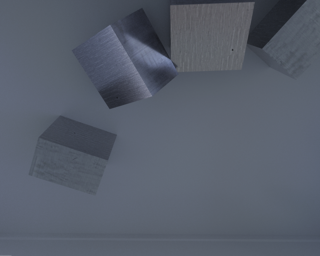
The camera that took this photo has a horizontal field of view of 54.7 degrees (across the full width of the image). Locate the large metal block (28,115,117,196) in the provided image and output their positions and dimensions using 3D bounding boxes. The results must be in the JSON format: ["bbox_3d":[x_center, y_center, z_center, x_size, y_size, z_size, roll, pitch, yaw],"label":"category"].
[{"bbox_3d":[-0.106,0.032,0.393,0.080,0.080,0.050,19,109,-7],"label":"large metal block"}]

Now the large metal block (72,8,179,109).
[{"bbox_3d":[-0.040,-0.074,0.349,0.080,0.050,0.080,-10,117,47],"label":"large metal block"}]

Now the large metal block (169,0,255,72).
[{"bbox_3d":[0.051,-0.110,0.341,0.080,0.050,0.080,-2,138,1],"label":"large metal block"}]

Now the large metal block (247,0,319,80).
[{"bbox_3d":[0.148,-0.107,0.343,0.050,0.080,0.080,38,106,-13],"label":"large metal block"}]
